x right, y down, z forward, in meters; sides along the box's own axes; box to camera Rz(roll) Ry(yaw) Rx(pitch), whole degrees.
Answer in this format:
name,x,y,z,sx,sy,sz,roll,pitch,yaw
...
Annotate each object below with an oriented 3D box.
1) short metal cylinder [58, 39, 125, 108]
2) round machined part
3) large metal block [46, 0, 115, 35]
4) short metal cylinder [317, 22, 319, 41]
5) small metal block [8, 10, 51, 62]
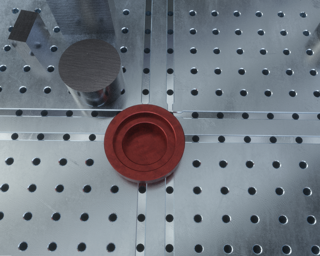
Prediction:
name,x,y,z,sx,sy,sz,roll,pitch,yaw
short metal cylinder,-0.091,-0.074,0.425,0.081,0.050,0.080,0,70,0
round machined part,-0.019,0.022,0.394,0.099,0.042,0.098,0,70,0
large metal block,-0.111,-0.181,0.448,0.081,0.080,0.050,-2,70,-1
short metal cylinder,0.284,-0.152,0.456,0.081,0.050,0.080,0,70,0
small metal block,-0.186,-0.131,0.445,0.025,0.050,0.050,11,71,4
